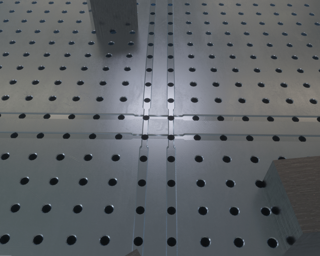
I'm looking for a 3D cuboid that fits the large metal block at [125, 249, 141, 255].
[{"bbox_3d":[-0.034,0.163,0.254,0.081,0.050,0.080,-25,54,-20],"label":"large metal block"}]

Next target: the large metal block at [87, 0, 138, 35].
[{"bbox_3d":[-0.088,-0.225,0.561,0.081,0.080,0.050,-16,52,-13],"label":"large metal block"}]

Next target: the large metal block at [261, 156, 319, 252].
[{"bbox_3d":[0.165,0.077,0.327,0.080,0.050,0.080,-5,50,-4],"label":"large metal block"}]
